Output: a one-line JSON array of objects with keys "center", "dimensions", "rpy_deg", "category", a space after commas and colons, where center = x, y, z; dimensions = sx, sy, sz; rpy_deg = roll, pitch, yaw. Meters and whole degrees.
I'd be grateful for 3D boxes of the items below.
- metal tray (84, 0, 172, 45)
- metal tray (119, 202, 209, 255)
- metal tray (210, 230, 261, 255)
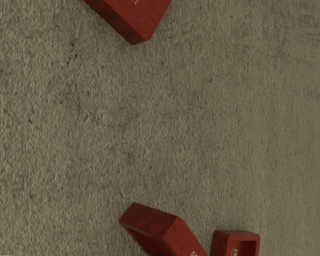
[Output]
[{"center": [-0.027, -0.180, 0.378], "dimensions": [0.090, 0.030, 0.130], "rpy_deg": [39, 67, -33], "category": "metal tray"}, {"center": [0.017, 0.152, 0.376], "dimensions": [0.030, 0.090, 0.130], "rpy_deg": [-47, 118, -30], "category": "metal tray"}, {"center": [0.118, 0.235, 0.499], "dimensions": [0.091, 0.030, 0.129], "rpy_deg": [16, 80, -39], "category": "metal tray"}]
